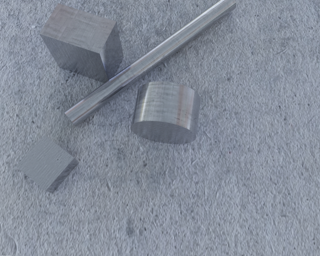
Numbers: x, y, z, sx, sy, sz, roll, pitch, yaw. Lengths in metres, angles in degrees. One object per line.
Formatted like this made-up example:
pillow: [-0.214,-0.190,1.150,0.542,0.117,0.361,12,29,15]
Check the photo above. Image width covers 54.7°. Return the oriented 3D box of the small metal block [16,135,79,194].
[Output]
small metal block: [-0.141,0.046,0.390,0.050,0.025,0.050,35,74,12]

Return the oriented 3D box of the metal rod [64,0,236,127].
metal rod: [-0.005,-0.103,0.445,0.301,0.025,0.025,-39,75,-13]

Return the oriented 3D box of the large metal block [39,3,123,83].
large metal block: [-0.101,-0.110,0.419,0.080,0.080,0.050,19,71,7]

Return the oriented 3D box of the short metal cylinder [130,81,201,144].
short metal cylinder: [0.008,-0.016,0.385,0.080,0.080,0.050,8,70,3]
